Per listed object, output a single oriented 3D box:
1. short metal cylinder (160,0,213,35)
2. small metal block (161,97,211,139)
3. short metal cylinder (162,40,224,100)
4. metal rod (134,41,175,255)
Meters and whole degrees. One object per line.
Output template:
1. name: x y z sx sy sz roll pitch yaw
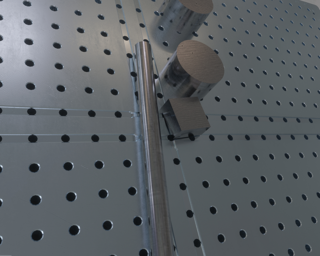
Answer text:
1. short metal cylinder: 0.046 -0.213 0.547 0.081 0.050 0.080 14 56 -21
2. small metal block: 0.036 -0.015 0.437 0.050 0.025 0.050 -7 65 -31
3. short metal cylinder: 0.050 -0.086 0.472 0.081 0.050 0.080 14 56 -21
4. metal rod: -0.011 0.008 0.396 0.025 0.025 0.299 8 58 -24
